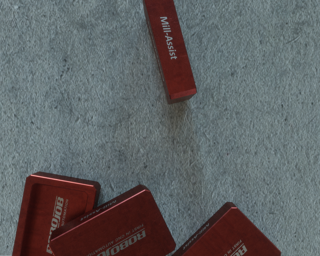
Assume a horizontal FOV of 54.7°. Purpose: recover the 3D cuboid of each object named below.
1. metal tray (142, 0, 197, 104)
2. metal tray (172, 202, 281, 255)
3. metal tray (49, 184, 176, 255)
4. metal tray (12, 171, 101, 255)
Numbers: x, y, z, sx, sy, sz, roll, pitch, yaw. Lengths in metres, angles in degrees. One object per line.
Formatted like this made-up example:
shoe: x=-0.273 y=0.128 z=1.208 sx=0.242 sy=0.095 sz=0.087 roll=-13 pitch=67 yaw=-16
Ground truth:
metal tray: x=0.010 y=-0.097 z=0.377 sx=0.030 sy=0.090 sz=0.129 roll=-15 pitch=90 yaw=0
metal tray: x=0.080 y=0.175 z=0.408 sx=0.130 sy=0.030 sz=0.090 roll=-44 pitch=90 yaw=0
metal tray: x=-0.056 y=0.141 z=0.386 sx=0.131 sy=0.030 sz=0.090 roll=-27 pitch=100 yaw=-13
metal tray: x=-0.135 y=0.129 z=0.406 sx=0.091 sy=0.030 sz=0.129 roll=10 pitch=90 yaw=0
